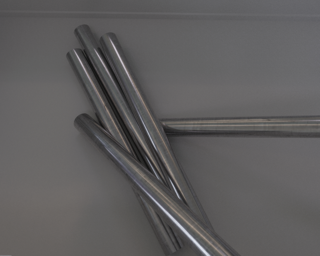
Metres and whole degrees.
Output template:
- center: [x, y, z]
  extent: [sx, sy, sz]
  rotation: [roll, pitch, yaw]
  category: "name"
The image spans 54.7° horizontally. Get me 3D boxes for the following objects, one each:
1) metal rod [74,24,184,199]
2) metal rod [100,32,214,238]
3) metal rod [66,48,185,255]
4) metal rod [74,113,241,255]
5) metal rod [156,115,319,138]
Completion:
- center: [-0.044, -0.022, 0.416]
  extent: [0.025, 0.025, 0.299]
  rotation: [-27, 72, -10]
  category: "metal rod"
- center: [-0.011, -0.001, 0.386]
  extent: [0.025, 0.025, 0.299]
  rotation: [-23, 69, -8]
  category: "metal rod"
- center: [-0.053, 0.018, 0.402]
  extent: [0.025, 0.025, 0.299]
  rotation: [-27, 72, -9]
  category: "metal rod"
- center: [-0.011, 0.062, 0.320]
  extent: [0.025, 0.025, 0.300]
  rotation: [-42, 50, -14]
  category: "metal rod"
- center: [0.134, -0.001, 0.351]
  extent: [0.301, 0.025, 0.025]
  rotation: [0, 68, 24]
  category: "metal rod"
